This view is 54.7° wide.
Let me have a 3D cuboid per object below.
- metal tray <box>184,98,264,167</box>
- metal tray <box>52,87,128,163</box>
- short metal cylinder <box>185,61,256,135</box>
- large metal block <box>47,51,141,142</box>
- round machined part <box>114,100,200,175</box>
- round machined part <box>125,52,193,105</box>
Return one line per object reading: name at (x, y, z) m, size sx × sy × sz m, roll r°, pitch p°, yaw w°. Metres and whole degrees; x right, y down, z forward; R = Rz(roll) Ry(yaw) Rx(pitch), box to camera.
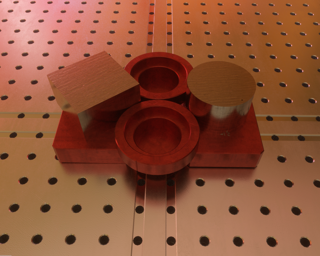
metal tray at (0.078, -0.011, 0.411) m, size 0.091 × 0.030 × 0.130 m, roll 1°, pitch 50°, yaw 0°
metal tray at (-0.082, -0.015, 0.416) m, size 0.091 × 0.030 × 0.130 m, roll 1°, pitch 50°, yaw -1°
short metal cylinder at (0.072, -0.038, 0.384) m, size 0.081 × 0.050 × 0.080 m, roll 0°, pitch 50°, yaw 0°
large metal block at (-0.080, -0.042, 0.387) m, size 0.081 × 0.050 × 0.080 m, roll -30°, pitch 56°, yaw -23°
round machined part at (-0.003, 0.015, 0.372) m, size 0.099 × 0.042 × 0.098 m, roll 0°, pitch 50°, yaw 0°
round machined part at (-0.001, -0.061, 0.435) m, size 0.099 × 0.042 × 0.098 m, roll 0°, pitch 50°, yaw 0°
